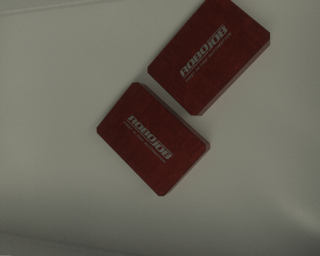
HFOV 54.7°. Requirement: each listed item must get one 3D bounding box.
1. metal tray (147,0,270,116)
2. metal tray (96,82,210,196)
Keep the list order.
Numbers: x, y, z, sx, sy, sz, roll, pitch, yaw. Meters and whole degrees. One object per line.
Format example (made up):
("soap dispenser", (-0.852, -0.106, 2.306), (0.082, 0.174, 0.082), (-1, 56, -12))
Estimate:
("metal tray", (0.059, -0.089, 0.387), (0.090, 0.030, 0.130), (46, 104, 14))
("metal tray", (-0.011, 0.013, 0.411), (0.130, 0.030, 0.090), (44, 103, 14))
